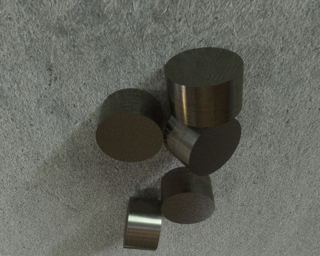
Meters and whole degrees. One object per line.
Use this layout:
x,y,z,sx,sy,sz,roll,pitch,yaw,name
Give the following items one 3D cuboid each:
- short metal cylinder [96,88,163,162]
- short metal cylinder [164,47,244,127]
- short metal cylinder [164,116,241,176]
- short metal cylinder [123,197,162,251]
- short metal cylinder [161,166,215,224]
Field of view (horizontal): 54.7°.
-0.036,-0.003,0.388,0.081,0.050,0.079,0,130,0,short metal cylinder
0.048,-0.045,0.333,0.080,0.080,0.050,-6,130,5,short metal cylinder
0.051,0.011,0.377,0.081,0.050,0.079,-22,131,-27,short metal cylinder
-0.029,0.155,0.502,0.050,0.080,0.079,8,130,-7,short metal cylinder
0.042,0.105,0.480,0.081,0.050,0.079,0,130,0,short metal cylinder
